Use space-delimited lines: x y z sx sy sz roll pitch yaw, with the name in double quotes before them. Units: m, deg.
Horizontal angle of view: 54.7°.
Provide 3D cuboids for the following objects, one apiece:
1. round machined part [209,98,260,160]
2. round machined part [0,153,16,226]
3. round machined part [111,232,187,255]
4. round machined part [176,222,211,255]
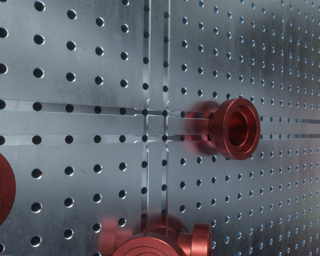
"round machined part" 0.116 0.002 0.498 0.099 0.042 0.097 0 90 -40
"round machined part" -0.171 0.056 0.256 0.099 0.042 0.097 0 90 -40
"round machined part" -0.010 0.173 0.368 0.042 0.098 0.097 17 77 -76
"round machined part" 0.046 0.179 0.419 0.098 0.042 0.097 -1 91 -77
